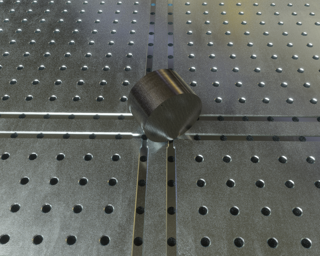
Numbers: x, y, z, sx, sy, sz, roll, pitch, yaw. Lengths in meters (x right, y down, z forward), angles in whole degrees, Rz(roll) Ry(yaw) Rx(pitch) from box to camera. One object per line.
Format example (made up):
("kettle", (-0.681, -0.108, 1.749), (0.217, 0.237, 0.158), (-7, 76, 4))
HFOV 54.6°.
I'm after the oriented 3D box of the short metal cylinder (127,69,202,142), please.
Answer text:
("short metal cylinder", (0.006, -0.028, 0.394), (0.081, 0.080, 0.050), (-22, 53, -18))
